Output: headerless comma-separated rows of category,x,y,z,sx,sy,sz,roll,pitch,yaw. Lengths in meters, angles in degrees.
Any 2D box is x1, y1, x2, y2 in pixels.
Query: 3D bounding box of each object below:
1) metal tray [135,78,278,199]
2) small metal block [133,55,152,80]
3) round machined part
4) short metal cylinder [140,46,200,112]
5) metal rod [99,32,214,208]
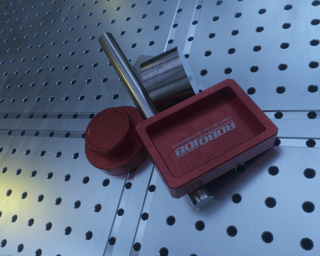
metal tray,0.050,0.008,0.346,0.131,0.030,0.090,-27,59,-9
small metal block,-0.016,-0.081,0.465,0.050,0.025,0.050,14,69,33
round machined part,-0.062,0.010,0.421,0.098,0.042,0.098,-13,56,20
short metal cylinder,0.016,-0.058,0.399,0.050,0.080,0.080,-23,54,14
metal rod,-0.019,-0.030,0.413,0.025,0.025,0.299,-34,59,5
